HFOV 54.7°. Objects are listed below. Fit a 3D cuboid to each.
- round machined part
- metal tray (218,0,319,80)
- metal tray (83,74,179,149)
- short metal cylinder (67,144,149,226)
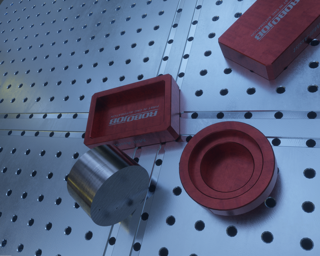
[{"bbox_3d":[0.074,0.045,0.331,0.098,0.042,0.098,-13,56,20],"label":"round machined part"},{"bbox_3d":[0.153,-0.134,0.406,0.130,0.030,0.090,-45,51,-4],"label":"metal tray"},{"bbox_3d":[-0.039,-0.019,0.435,0.130,0.030,0.090,-11,57,21],"label":"metal tray"},{"bbox_3d":[-0.059,0.066,0.362,0.050,0.080,0.080,33,80,38],"label":"short metal cylinder"}]
